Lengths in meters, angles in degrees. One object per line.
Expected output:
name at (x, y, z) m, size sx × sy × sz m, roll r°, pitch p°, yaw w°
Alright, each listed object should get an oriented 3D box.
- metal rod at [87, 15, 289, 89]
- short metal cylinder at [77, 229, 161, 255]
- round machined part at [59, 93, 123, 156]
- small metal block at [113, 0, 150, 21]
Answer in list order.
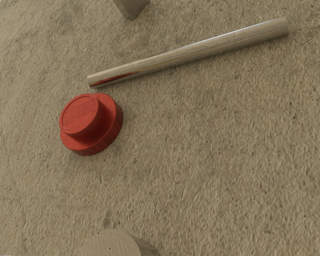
metal rod at (0.026, -0.104, 0.452) m, size 0.301 × 0.025 × 0.025 m, roll -12°, pitch 57°, yaw 21°
short metal cylinder at (-0.042, 0.150, 0.317) m, size 0.080 × 0.050 × 0.080 m, roll -13°, pitch 56°, yaw 20°
round machined part at (-0.107, -0.012, 0.455) m, size 0.098 × 0.042 × 0.098 m, roll -13°, pitch 56°, yaw 20°
small metal block at (-0.052, -0.231, 0.555) m, size 0.025 × 0.050 × 0.050 m, roll 31°, pitch 79°, yaw 37°
